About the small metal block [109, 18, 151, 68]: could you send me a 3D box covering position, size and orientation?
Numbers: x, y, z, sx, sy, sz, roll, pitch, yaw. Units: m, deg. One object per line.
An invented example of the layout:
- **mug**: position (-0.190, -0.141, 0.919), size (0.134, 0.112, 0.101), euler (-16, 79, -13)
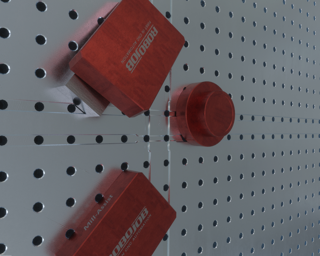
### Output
- **small metal block**: position (-0.035, -0.098, 0.379), size (0.050, 0.025, 0.050), euler (12, 82, -39)

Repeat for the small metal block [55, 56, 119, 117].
- **small metal block**: position (-0.077, -0.048, 0.345), size (0.050, 0.025, 0.050), euler (45, 63, -31)

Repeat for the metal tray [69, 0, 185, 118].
- **metal tray**: position (-0.030, -0.088, 0.354), size (0.090, 0.030, 0.130), euler (41, 54, -21)

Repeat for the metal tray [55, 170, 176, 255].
- **metal tray**: position (-0.045, 0.126, 0.368), size (0.130, 0.030, 0.090), euler (-51, 120, -28)

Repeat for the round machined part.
- **round machined part**: position (0.074, -0.021, 0.460), size (0.099, 0.042, 0.097), euler (0, 90, -40)
